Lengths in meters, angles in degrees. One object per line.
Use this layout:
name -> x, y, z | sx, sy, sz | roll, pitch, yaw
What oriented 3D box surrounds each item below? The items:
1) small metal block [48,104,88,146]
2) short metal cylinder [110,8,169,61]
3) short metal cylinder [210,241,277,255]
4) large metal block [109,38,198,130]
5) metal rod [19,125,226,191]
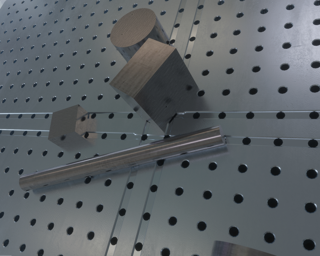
small metal block -> -0.143, -0.004, 0.486 | 0.050, 0.025, 0.050 | -15, 55, 19
short metal cylinder -> -0.032, -0.144, 0.497 | 0.080, 0.050, 0.080 | -13, 56, 21
short metal cylinder -> 0.077, 0.130, 0.253 | 0.080, 0.080, 0.050 | 6, 65, 30
large metal block -> -0.006, -0.057, 0.411 | 0.050, 0.080, 0.080 | 32, 80, 38
metal rod -> -0.064, 0.045, 0.413 | 0.301, 0.025, 0.025 | -15, 56, 19
